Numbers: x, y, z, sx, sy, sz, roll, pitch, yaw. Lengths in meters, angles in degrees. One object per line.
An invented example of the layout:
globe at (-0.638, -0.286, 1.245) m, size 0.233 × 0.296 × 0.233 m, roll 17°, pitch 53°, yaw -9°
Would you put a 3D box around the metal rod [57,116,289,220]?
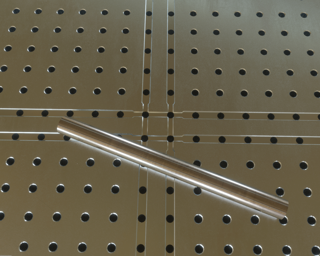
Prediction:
metal rod at (0.010, 0.047, 0.394) m, size 0.301 × 0.025 × 0.025 m, roll 20°, pitch 71°, yaw 7°
